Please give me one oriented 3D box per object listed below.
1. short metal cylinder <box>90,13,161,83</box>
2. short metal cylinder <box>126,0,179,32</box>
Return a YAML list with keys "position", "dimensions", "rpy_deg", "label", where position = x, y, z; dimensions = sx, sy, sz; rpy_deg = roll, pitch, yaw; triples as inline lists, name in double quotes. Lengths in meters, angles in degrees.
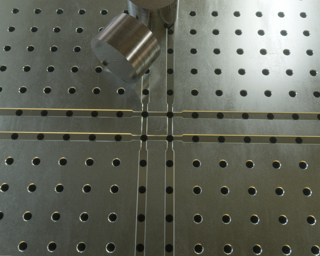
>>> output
- position: [-0.046, -0.107, 0.421]
  dimensions: [0.080, 0.080, 0.050]
  rpy_deg: [34, 74, 11]
  label: "short metal cylinder"
- position: [-0.011, -0.195, 0.469]
  dimensions: [0.081, 0.050, 0.080]
  rpy_deg: [0, 70, 0]
  label: "short metal cylinder"
